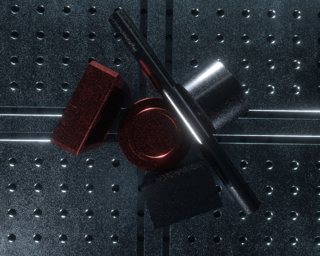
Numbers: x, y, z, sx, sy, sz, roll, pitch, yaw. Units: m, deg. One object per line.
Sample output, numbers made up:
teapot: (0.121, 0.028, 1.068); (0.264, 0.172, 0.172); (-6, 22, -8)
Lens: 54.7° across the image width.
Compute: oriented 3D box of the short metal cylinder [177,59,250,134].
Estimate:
short metal cylinder: (0.066, -0.039, 0.386); (0.050, 0.080, 0.080); (-37, 90, 0)

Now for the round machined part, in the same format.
round machined part: (-0.006, 0.009, 0.404); (0.099, 0.042, 0.097); (0, 90, -1)

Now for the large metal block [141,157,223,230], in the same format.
large metal block: (0.024, 0.077, 0.386); (0.080, 0.080, 0.050); (-19, 90, 0)

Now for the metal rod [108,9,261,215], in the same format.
metal rod: (0.032, -0.020, 0.393); (0.025, 0.025, 0.299); (-35, 90, 0)

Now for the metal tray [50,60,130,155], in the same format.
metal tray: (-0.073, -0.020, 0.360); (0.030, 0.130, 0.090); (27, 90, 0)
